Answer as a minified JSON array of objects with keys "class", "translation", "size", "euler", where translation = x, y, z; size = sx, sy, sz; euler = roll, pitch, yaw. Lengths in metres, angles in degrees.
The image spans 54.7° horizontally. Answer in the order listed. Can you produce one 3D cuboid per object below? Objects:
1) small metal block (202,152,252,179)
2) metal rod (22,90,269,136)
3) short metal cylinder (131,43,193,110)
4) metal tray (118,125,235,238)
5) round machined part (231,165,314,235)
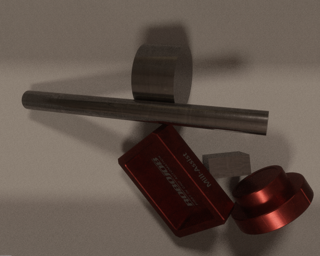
[{"class":"small metal block","translation":[0.085,0.047,0.400],"size":[0.050,0.050,0.025],"euler":[-6,90,-1]},{"class":"metal rod","translation":[-0.033,-0.021,0.360],"size":[0.301,0.025,0.025],"euler":[7,90,20]},{"class":"short metal cylinder","translation":[0.005,-0.062,0.378],"size":[0.050,0.080,0.080],"euler":[8,90,19]},{"class":"metal tray","translation":[0.016,0.067,0.381],"size":[0.130,0.030,0.090],"euler":[52,134,0]},{"class":"round machined part","translation":[0.128,0.081,0.376],"size":[0.098,0.098,0.042],"euler":[-33,91,0]}]
